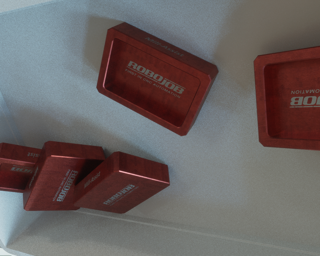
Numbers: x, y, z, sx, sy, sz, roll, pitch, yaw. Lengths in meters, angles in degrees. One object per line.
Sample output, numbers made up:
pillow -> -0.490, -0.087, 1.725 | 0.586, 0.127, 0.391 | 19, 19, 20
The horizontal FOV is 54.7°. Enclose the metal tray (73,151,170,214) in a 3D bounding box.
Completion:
metal tray -> -0.059, 0.086, 0.456 | 0.091, 0.030, 0.129 | 20, 137, -32

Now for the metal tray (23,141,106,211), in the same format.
metal tray -> -0.150, 0.079, 0.484 | 0.129, 0.091, 0.030 | -56, 41, 30

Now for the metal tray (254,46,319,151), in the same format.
metal tray -> 0.150, -0.026, 0.269 | 0.130, 0.030, 0.089 | 2, 101, 46

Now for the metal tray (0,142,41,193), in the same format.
metal tray -> -0.201, 0.073, 0.505 | 0.131, 0.030, 0.089 | 14, 134, -27

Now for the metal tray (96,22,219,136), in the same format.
metal tray -> -0.008, -0.058, 0.372 | 0.130, 0.030, 0.089 | 28, 128, 9
